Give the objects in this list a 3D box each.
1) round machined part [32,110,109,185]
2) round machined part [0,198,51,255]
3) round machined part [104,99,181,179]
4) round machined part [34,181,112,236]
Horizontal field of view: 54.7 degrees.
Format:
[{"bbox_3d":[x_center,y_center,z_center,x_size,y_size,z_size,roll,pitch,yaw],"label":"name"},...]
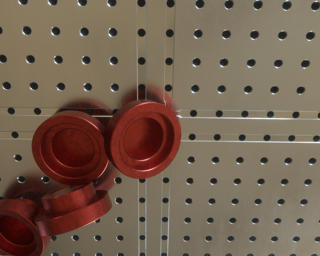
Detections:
[{"bbox_3d":[-0.112,0.023,0.410,0.099,0.042,0.097,1,109,2],"label":"round machined part"},{"bbox_3d":[-0.202,0.141,0.446,0.098,0.042,0.097,5,116,10],"label":"round machined part"},{"bbox_3d":[-0.025,0.012,0.393,0.099,0.042,0.097,-10,109,-30],"label":"round machined part"},{"bbox_3d":[-0.117,0.101,0.413,0.098,0.098,0.042,-17,93,6],"label":"round machined part"}]
